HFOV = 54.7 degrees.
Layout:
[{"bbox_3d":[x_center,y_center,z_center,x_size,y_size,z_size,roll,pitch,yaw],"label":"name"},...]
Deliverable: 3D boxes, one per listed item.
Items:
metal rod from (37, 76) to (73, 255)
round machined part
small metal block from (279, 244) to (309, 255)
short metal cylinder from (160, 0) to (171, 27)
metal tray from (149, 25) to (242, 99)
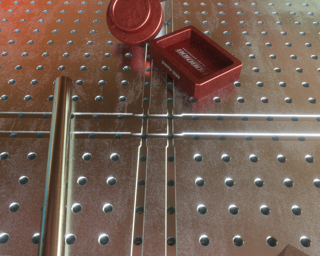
[{"bbox_3d":[-0.122,0.045,0.368,0.025,0.025,0.300,-6,50,-6],"label":"metal rod"},{"bbox_3d":[-0.045,-0.192,0.523,0.098,0.042,0.097,0,90,11],"label":"round machined part"},{"bbox_3d":[0.131,0.146,0.286,0.050,0.025,0.050,27,55,20],"label":"small metal block"},{"bbox_3d":[-0.019,-0.231,0.586,0.080,0.050,0.080,0,50,0],"label":"short metal cylinder"},{"bbox_3d":[0.054,-0.110,0.496,0.091,0.030,0.130,-27,55,-21],"label":"metal tray"}]
